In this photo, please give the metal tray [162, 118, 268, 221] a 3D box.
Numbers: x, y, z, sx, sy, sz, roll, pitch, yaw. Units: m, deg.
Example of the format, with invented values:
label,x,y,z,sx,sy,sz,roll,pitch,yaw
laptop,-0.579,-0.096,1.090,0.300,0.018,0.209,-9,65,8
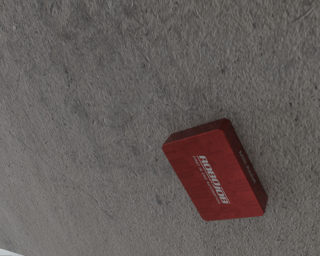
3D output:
label,x,y,z,sx,sy,sz,roll,pitch,yaw
metal tray,0.072,0.059,0.403,0.090,0.030,0.130,-18,109,35
